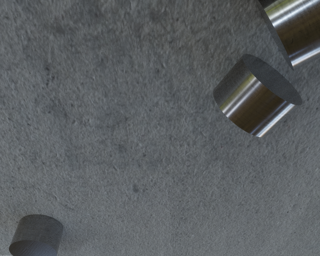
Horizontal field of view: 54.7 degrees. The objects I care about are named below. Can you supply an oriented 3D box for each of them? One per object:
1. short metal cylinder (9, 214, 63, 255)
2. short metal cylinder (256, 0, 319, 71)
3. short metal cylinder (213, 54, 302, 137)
[{"bbox_3d":[-0.221,0.200,0.558,0.081,0.050,0.079,0,130,0],"label":"short metal cylinder"},{"bbox_3d":[0.130,-0.101,0.287,0.050,0.080,0.080,-28,125,21],"label":"short metal cylinder"},{"bbox_3d":[0.107,-0.036,0.342,0.080,0.080,0.050,24,126,-20],"label":"short metal cylinder"}]
